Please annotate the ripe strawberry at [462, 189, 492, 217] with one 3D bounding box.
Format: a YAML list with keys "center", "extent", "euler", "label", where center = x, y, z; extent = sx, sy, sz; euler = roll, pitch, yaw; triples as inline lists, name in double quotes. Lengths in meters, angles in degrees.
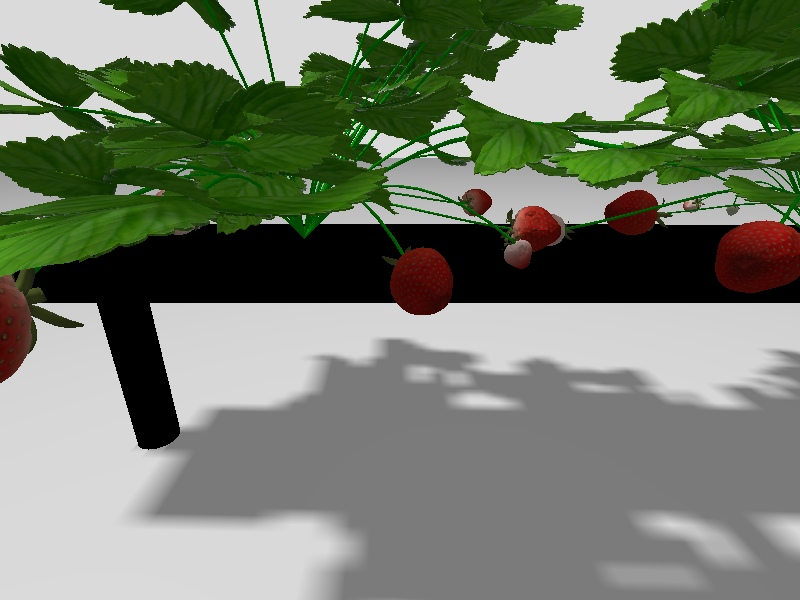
- center: [0.088, -0.110, 0.453]
  extent: [0.031, 0.031, 0.034]
  euler: [-13, 24, -31]
  label: "ripe strawberry"

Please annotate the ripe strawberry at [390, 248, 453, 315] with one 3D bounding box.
- center: [0.012, -0.007, 0.192]
  extent: [0.030, 0.032, 0.033]
  euler: [-12, 43, -28]
  label: "ripe strawberry"

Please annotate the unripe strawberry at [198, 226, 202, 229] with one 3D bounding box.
- center: [-0.201, -0.074, 0.393]
  extent: [0.011, 0.011, 0.011]
  euler: [-29, 7, 28]
  label: "unripe strawberry"

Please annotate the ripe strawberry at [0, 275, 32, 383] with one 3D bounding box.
- center: [-0.148, 0.010, 0.122]
  extent: [0.048, 0.050, 0.052]
  euler: [5, 22, 14]
  label: "ripe strawberry"

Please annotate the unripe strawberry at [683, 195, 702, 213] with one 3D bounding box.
- center: [0.351, -0.115, 0.481]
  extent: [0.017, 0.020, 0.019]
  euler: [-2, 1, -6]
  label: "unripe strawberry"

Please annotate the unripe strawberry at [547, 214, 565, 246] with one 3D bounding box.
- center: [0.118, -0.056, 0.324]
  extent: [0.026, 0.026, 0.025]
  euler: [-3, 21, -6]
  label: "unripe strawberry"

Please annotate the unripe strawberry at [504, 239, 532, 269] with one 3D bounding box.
- center: [0.078, -0.029, 0.262]
  extent: [0.018, 0.019, 0.021]
  euler: [-30, 1, 36]
  label: "unripe strawberry"

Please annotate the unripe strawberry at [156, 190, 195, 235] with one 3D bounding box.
- center: [-0.209, -0.081, 0.366]
  extent: [0.045, 0.043, 0.041]
  euler: [3, 21, 9]
  label: "unripe strawberry"

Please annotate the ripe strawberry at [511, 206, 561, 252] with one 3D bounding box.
- center: [0.101, -0.052, 0.297]
  extent: [0.035, 0.035, 0.038]
  euler: [7, 22, 15]
  label: "ripe strawberry"

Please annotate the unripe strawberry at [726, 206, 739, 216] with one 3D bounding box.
- center: [0.382, -0.103, 0.461]
  extent: [0.011, 0.011, 0.011]
  euler: [3, 21, 8]
  label: "unripe strawberry"

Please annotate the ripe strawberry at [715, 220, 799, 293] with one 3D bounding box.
- center: [0.194, -0.022, 0.218]
  extent: [0.041, 0.040, 0.038]
  euler: [-17, 27, -36]
  label: "ripe strawberry"

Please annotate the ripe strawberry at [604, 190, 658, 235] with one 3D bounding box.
- center: [0.209, -0.079, 0.366]
  extent: [0.042, 0.041, 0.039]
  euler: [2, 21, 7]
  label: "ripe strawberry"
